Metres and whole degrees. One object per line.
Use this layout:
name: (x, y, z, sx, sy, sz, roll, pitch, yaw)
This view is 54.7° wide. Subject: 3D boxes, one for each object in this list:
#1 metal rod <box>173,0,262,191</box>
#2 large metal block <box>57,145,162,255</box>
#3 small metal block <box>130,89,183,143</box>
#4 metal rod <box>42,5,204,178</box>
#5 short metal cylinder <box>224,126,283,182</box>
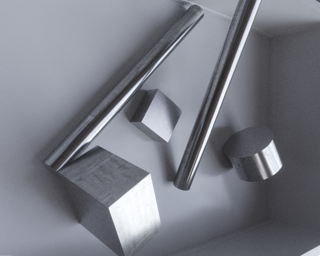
metal rod: (0.074, -0.054, 0.392, 0.025, 0.025, 0.298, 2, 113, -40)
large metal block: (-0.050, 0.075, 0.317, 0.050, 0.080, 0.079, -36, 132, -34)
small metal block: (-0.004, -0.015, 0.405, 0.050, 0.025, 0.050, 39, 66, -33)
metal rod: (-0.029, -0.063, 0.384, 0.301, 0.025, 0.025, -52, 121, -27)
short metal cylinder: (0.151, 0.041, 0.500, 0.080, 0.080, 0.050, -45, 117, -31)
